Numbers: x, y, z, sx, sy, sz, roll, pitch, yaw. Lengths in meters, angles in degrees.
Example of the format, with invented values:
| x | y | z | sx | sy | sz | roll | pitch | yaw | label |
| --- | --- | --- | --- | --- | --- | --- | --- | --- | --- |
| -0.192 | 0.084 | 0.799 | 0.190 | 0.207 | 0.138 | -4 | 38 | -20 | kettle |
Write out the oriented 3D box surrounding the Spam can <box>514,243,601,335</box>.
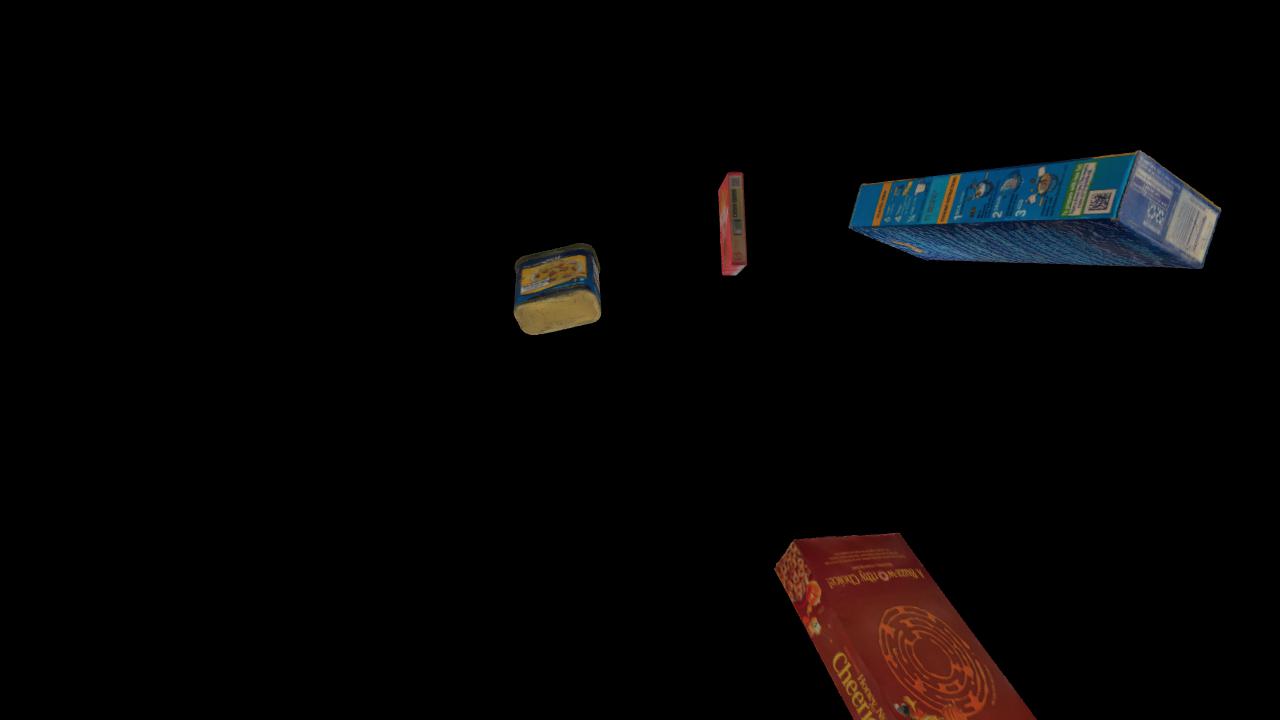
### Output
| x | y | z | sx | sy | sz | roll | pitch | yaw | label |
| --- | --- | --- | --- | --- | --- | --- | --- | --- | --- |
| -0.096 | -0.082 | 0.721 | 0.101 | 0.085 | 0.058 | -13 | -43 | 5 | Spam can |

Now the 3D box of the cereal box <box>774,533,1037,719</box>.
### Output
| x | y | z | sx | sy | sz | roll | pitch | yaw | label |
| --- | --- | --- | --- | --- | --- | --- | --- | --- | --- |
| 0.333 | 0.370 | 0.791 | 0.203 | 0.081 | 0.306 | 3 | 37 | -24 | cereal box |

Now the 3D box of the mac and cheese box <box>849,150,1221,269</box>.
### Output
| x | y | z | sx | sy | sz | roll | pitch | yaw | label |
| --- | --- | --- | --- | --- | --- | --- | --- | --- | --- |
| 0.236 | -0.090 | 0.396 | 0.093 | 0.041 | 0.184 | 12 | 5 | -26 | mac and cheese box |

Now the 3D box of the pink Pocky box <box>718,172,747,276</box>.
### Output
| x | y | z | sx | sy | sz | roll | pitch | yaw | label |
| --- | --- | --- | --- | --- | --- | --- | --- | --- | --- |
| 0.153 | -0.224 | 1.025 | 0.029 | 0.155 | 0.084 | -2 | -3 | -3 | pink Pocky box |
